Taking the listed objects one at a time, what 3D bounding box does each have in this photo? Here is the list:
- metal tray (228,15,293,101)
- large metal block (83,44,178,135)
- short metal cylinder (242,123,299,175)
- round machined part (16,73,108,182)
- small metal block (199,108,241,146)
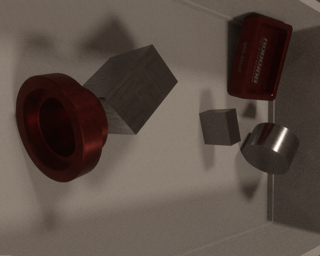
[{"bbox_3d":[0.169,-0.113,0.519,0.091,0.030,0.129,0,106,-35],"label":"metal tray"},{"bbox_3d":[-0.041,-0.039,0.338,0.050,0.080,0.080,52,59,-28],"label":"large metal block"},{"bbox_3d":[0.190,0.036,0.534,0.080,0.080,0.050,51,60,-28],"label":"short metal cylinder"},{"bbox_3d":[-0.087,-0.003,0.289,0.042,0.098,0.097,-23,105,-50],"label":"round machined part"},{"bbox_3d":[0.090,-0.002,0.469,0.025,0.050,0.050,-20,103,-39],"label":"small metal block"}]
